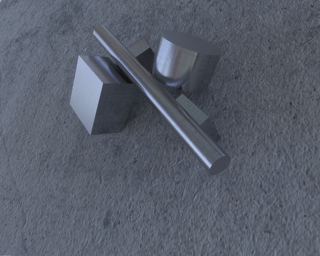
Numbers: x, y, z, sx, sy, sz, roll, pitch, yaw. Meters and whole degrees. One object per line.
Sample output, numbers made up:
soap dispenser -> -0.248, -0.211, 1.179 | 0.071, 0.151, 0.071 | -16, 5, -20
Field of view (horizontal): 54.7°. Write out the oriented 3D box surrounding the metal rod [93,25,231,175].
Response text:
metal rod -> -0.017, -0.056, 0.383 | 0.025, 0.025, 0.300 | -40, 51, 1

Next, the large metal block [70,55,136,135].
large metal block -> -0.083, -0.047, 0.437 | 0.080, 0.050, 0.079 | 47, 129, 38

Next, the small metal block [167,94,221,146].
small metal block -> 0.041, -0.006, 0.367 | 0.025, 0.050, 0.050 | -42, 51, 0

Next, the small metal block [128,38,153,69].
small metal block -> -0.029, -0.096, 0.462 | 0.050, 0.050, 0.025 | -34, 52, 6

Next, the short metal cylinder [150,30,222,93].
short metal cylinder -> 0.032, -0.086, 0.397 | 0.080, 0.081, 0.050 | 45, 129, 39
